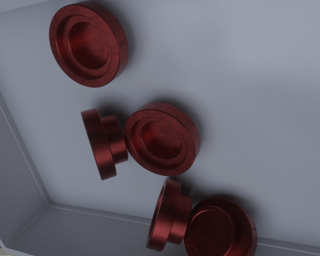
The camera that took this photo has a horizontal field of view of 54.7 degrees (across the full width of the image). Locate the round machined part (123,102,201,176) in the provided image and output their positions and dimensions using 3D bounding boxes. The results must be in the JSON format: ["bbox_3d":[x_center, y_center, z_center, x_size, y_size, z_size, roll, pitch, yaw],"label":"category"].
[{"bbox_3d":[0.006,0.011,0.400,0.098,0.042,0.097,13,124,20],"label":"round machined part"}]

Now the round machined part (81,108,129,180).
[{"bbox_3d":[-0.074,0.019,0.424,0.042,0.098,0.097,-17,118,-13],"label":"round machined part"}]

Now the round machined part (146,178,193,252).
[{"bbox_3d":[0.015,0.123,0.430,0.042,0.098,0.097,17,127,0],"label":"round machined part"}]

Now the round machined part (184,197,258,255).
[{"bbox_3d":[0.073,0.140,0.407,0.098,0.098,0.042,-11,153,32],"label":"round machined part"}]

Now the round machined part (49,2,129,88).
[{"bbox_3d":[-0.081,-0.102,0.376,0.098,0.042,0.097,13,124,20],"label":"round machined part"}]
